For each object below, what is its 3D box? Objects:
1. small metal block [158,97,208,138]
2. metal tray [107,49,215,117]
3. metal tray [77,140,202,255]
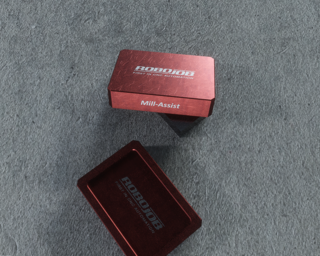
[{"bbox_3d":[0.030,-0.024,0.417,0.050,0.025,0.050,-38,75,-13],"label":"small metal block"},{"bbox_3d":[0.005,-0.062,0.410,0.131,0.030,0.090,6,47,2],"label":"metal tray"},{"bbox_3d":[-0.025,0.091,0.371,0.090,0.030,0.130,-36,74,-12],"label":"metal tray"}]
